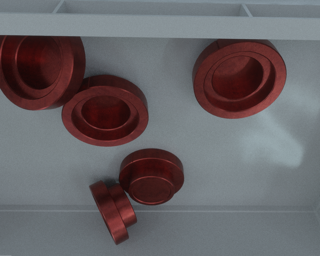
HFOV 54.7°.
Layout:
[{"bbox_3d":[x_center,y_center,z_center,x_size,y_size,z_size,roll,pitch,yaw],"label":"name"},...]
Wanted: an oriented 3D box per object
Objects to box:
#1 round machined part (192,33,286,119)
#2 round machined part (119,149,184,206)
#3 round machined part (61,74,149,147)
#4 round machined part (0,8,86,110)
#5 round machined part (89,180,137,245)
[{"bbox_3d":[0.085,-0.061,0.348,0.099,0.042,0.097,-1,130,0],"label":"round machined part"},{"bbox_3d":[-0.013,0.080,0.466,0.099,0.042,0.097,-1,130,0],"label":"round machined part"},{"bbox_3d":[-0.064,-0.025,0.371,0.099,0.042,0.097,-4,136,-3],"label":"round machined part"},{"bbox_3d":[-0.117,-0.068,0.317,0.098,0.042,0.097,2,97,20],"label":"round machined part"},{"bbox_3d":[-0.069,0.123,0.474,0.042,0.098,0.097,-25,133,-18],"label":"round machined part"}]
